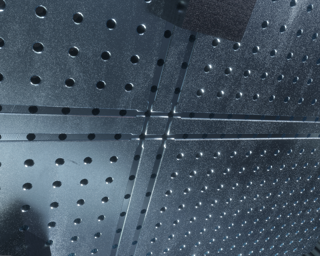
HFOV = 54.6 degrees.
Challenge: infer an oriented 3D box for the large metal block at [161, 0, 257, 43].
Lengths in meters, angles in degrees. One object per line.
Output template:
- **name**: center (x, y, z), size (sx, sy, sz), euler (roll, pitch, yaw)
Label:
- **large metal block**: center (0.057, -0.145, 0.336), size (0.081, 0.050, 0.079), euler (3, 117, -30)

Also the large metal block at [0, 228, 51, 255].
- **large metal block**: center (-0.184, 0.192, 0.393), size (0.080, 0.080, 0.050), euler (-37, 129, -3)
